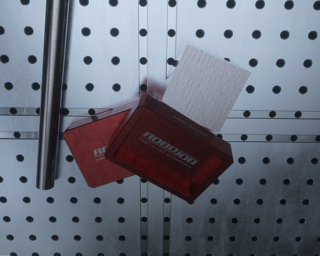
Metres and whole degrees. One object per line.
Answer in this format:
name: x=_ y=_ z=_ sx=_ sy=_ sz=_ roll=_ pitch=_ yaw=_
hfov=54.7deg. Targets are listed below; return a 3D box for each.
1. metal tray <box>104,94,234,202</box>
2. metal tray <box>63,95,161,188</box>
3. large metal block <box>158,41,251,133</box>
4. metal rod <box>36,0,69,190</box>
metal tray: x=0.011 y=0.029 z=0.378 sx=0.131 sy=0.030 sz=0.090 roll=30 pitch=120 yaw=-13
metal tray: x=-0.050 y=0.020 z=0.417 sx=0.131 sy=0.030 sz=0.090 roll=-19 pitch=109 yaw=6
large metal block: x=0.051 y=-0.052 z=0.381 sx=0.080 sy=0.050 sz=0.079 roll=22 pitch=108 yaw=-8
metal rod: x=-0.136 y=-0.056 z=0.391 sx=0.025 sy=0.025 sz=0.298 roll=10 pitch=110 yaw=-4
